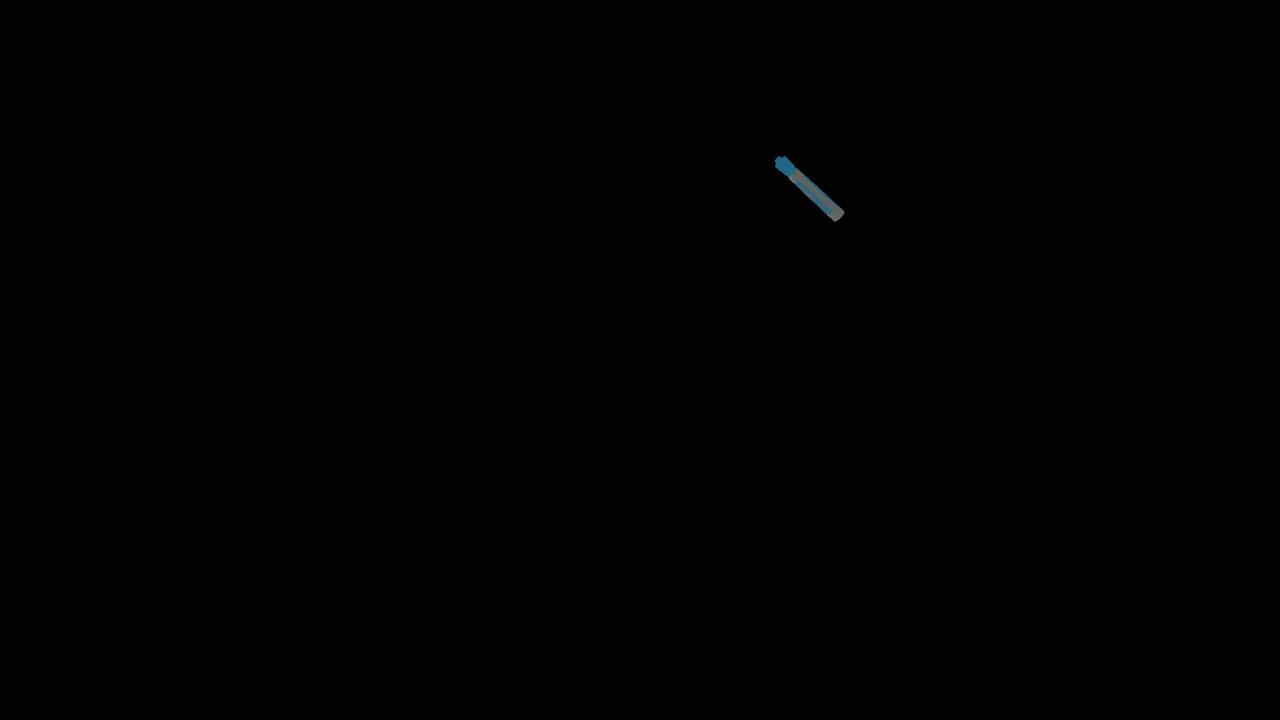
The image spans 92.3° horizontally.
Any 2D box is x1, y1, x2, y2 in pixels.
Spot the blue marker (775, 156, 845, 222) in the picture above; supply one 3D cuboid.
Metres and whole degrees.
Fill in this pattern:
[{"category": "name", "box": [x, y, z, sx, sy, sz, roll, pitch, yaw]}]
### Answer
[{"category": "blue marker", "box": [0.232, -0.237, 0.846, 0.121, 0.020, 0.020, 39, -9, -11]}]
